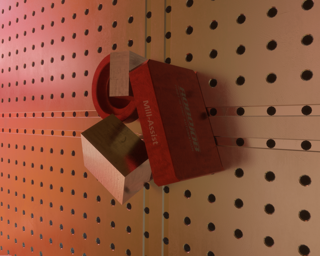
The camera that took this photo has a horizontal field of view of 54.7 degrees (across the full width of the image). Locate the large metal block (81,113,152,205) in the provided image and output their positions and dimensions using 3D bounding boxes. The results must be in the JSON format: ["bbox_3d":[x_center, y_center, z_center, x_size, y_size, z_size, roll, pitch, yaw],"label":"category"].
[{"bbox_3d":[-0.056,0.042,0.408,0.080,0.050,0.080,41,147,20],"label":"large metal block"}]

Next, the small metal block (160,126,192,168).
[{"bbox_3d":[0.015,0.025,0.389,0.050,0.025,0.050,19,107,49],"label":"small metal block"}]

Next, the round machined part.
[{"bbox_3d":[-0.048,-0.055,0.436,0.098,0.042,0.097,0,90,39],"label":"round machined part"}]

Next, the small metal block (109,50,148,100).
[{"bbox_3d":[-0.034,-0.060,0.366,0.025,0.050,0.050,0,89,26],"label":"small metal block"}]

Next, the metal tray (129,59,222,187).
[{"bbox_3d":[0.019,-0.006,0.349,0.030,0.091,0.129,-23,76,38],"label":"metal tray"}]
